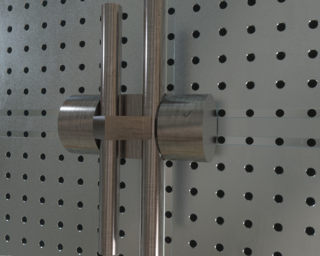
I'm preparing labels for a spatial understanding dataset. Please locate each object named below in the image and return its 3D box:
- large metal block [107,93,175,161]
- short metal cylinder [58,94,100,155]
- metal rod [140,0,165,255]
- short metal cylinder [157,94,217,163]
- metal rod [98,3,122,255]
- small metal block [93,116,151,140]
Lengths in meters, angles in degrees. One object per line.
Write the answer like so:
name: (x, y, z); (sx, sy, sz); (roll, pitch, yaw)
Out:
large metal block: (-0.022, -0.002, 0.403); (0.080, 0.050, 0.079); (1, 90, 20)
short metal cylinder: (-0.089, -0.005, 0.411); (0.050, 0.080, 0.079); (2, 91, 20)
metal rod: (-0.008, 0.000, 0.359); (0.025, 0.025, 0.298); (1, 90, 20)
short metal cylinder: (0.035, 0.000, 0.367); (0.050, 0.080, 0.079); (1, 90, 21)
metal rod: (-0.060, 0.002, 0.377); (0.025, 0.025, 0.298); (1, 90, 20)
small metal block: (-0.043, 0.000, 0.344); (0.050, 0.050, 0.025); (2, 92, 64)
